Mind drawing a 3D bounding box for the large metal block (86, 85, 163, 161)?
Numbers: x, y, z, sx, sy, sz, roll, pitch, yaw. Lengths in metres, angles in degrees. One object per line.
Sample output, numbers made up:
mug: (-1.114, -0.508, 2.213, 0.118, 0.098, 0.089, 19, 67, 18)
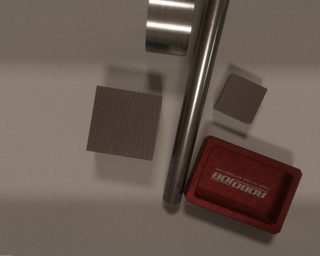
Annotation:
large metal block: (-0.043, -0.006, 0.398, 0.081, 0.050, 0.080, 9, 90, -1)

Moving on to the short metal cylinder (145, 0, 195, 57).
short metal cylinder: (0.012, -0.132, 0.384, 0.050, 0.080, 0.079, 7, 90, 0)

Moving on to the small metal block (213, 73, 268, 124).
small metal block: (0.106, -0.039, 0.413, 0.050, 0.025, 0.050, 25, 90, -1)

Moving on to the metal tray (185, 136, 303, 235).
metal tray: (0.107, 0.073, 0.410, 0.131, 0.030, 0.090, 21, 90, -1)

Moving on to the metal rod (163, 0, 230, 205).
metal rod: (0.041, -0.040, 0.356, 0.025, 0.025, 0.298, 10, 113, -1)
